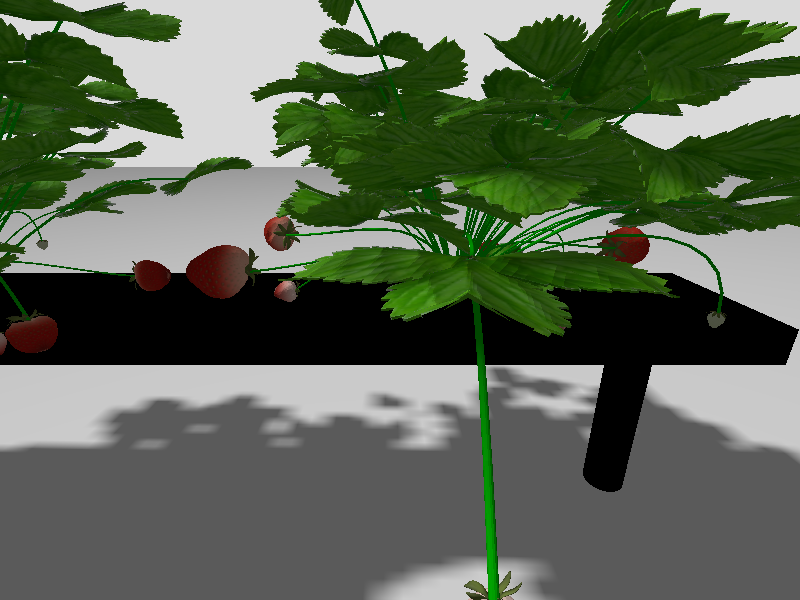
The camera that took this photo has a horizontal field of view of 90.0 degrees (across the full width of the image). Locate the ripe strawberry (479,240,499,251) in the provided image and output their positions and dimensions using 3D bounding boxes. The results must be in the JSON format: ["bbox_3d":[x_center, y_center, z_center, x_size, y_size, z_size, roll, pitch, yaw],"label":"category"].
[{"bbox_3d":[0.112,-0.064,0.495,0.025,0.021,0.025,9,12,23],"label":"ripe strawberry"}]

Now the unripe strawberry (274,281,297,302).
[{"bbox_3d":[-0.099,-0.007,0.347,0.019,0.019,0.021,-5,21,-7],"label":"unripe strawberry"}]

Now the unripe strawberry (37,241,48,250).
[{"bbox_3d":[-0.456,-0.070,0.511,0.011,0.011,0.010,-7,21,-19],"label":"unripe strawberry"}]

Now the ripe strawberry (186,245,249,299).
[{"bbox_3d":[-0.161,-0.026,0.356,0.052,0.045,0.052,-1,20,-2],"label":"ripe strawberry"}]

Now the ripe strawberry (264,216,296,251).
[{"bbox_3d":[-0.161,-0.089,0.530,0.044,0.046,0.040,16,25,37],"label":"ripe strawberry"}]

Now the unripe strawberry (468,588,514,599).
[{"bbox_3d":[0.024,0.085,0.102,0.015,0.017,0.017,2,-8,5],"label":"unripe strawberry"}]

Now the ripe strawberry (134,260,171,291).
[{"bbox_3d":[-0.230,-0.023,0.373,0.029,0.030,0.026,0,20,-3],"label":"ripe strawberry"}]

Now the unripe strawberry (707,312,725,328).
[{"bbox_3d":[0.223,0.014,0.283,0.010,0.011,0.011,10,23,26],"label":"unripe strawberry"}]

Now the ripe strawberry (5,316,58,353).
[{"bbox_3d":[-0.239,0.023,0.261,0.023,0.023,0.025,-14,8,39],"label":"ripe strawberry"}]

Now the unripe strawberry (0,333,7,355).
[{"bbox_3d":[-0.253,0.028,0.249,0.015,0.015,0.014,17,26,38],"label":"unripe strawberry"}]

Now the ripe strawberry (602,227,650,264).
[{"bbox_3d":[0.263,-0.064,0.461,0.050,0.043,0.050,-9,22,-25],"label":"ripe strawberry"}]

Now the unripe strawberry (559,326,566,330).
[{"bbox_3d":[0.112,0.017,0.287,0.013,0.014,0.014,-14,25,-33],"label":"unripe strawberry"}]
